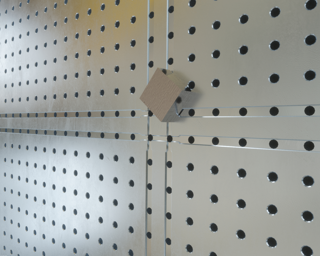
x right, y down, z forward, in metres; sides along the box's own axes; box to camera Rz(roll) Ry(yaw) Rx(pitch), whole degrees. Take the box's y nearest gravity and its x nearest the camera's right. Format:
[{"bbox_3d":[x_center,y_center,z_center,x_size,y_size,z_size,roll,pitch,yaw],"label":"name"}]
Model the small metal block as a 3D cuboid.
[{"bbox_3d":[0.007,-0.043,0.404,0.050,0.025,0.050,48,118,29],"label":"small metal block"}]
